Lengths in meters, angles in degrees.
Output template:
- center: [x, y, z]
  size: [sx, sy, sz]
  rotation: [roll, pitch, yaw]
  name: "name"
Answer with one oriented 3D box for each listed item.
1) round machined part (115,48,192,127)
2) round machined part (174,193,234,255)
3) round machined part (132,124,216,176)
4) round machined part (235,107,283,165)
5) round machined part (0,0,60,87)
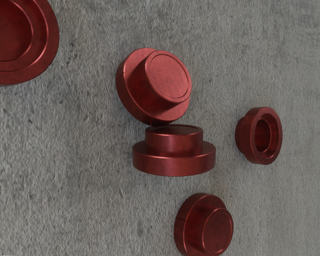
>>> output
- center: [-0.001, -0.054, 0.374]
  size: [0.099, 0.042, 0.098]
  rotation: [16, 62, -33]
  name: "round machined part"
- center: [0.070, 0.147, 0.453]
  size: [0.099, 0.042, 0.097]
  rotation: [0, 90, -40]
  name: "round machined part"
- center: [0.016, 0.021, 0.368]
  size: [0.099, 0.098, 0.042]
  rotation: [-9, 104, -40]
  name: "round machined part"
- center: [0.166, 0.013, 0.533]
  size: [0.099, 0.042, 0.097]
  rotation: [0, 90, -40]
  name: "round machined part"
- center: [-0.144, -0.085, 0.272]
  size: [0.099, 0.042, 0.097]
  rotation: [0, 90, -40]
  name: "round machined part"
